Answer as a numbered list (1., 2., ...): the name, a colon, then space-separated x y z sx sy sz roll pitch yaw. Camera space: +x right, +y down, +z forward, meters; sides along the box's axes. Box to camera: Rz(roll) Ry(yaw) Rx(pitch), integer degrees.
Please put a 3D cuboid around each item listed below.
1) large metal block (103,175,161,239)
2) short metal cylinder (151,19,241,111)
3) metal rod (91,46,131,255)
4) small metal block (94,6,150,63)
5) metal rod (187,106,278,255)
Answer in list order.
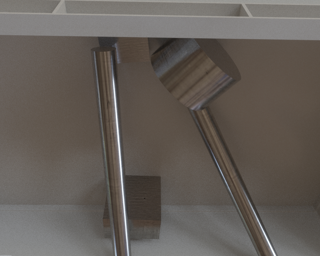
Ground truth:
1. large metal block: -0.040 0.120 0.475 0.081 0.080 0.050 3 130 -3
2. short metal cylinder: 0.037 -0.064 0.319 0.080 0.080 0.050 35 122 -26
3. metal rod: -0.055 0.054 0.376 0.025 0.025 0.298 -1 117 0
4. small metal block: -0.038 -0.097 0.326 0.050 0.025 0.050 -3 130 2
5. metal rod: 0.101 0.080 0.409 0.025 0.025 0.299 -23 106 17
